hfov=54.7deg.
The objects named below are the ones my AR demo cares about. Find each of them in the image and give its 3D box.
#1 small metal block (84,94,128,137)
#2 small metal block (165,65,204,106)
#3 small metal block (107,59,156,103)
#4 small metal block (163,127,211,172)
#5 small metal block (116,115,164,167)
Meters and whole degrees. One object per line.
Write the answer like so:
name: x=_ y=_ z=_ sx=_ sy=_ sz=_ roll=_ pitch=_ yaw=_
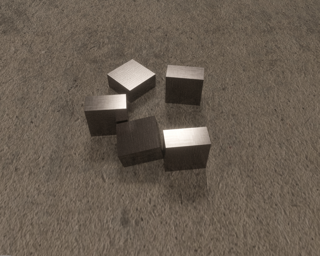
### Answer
small metal block: x=-0.067 y=-0.016 z=0.399 sx=0.050 sy=0.050 sz=0.025 roll=-4 pitch=50 yaw=-4
small metal block: x=0.034 y=-0.060 z=0.438 sx=0.050 sy=0.050 sz=0.025 roll=5 pitch=50 yaw=4
small metal block: x=-0.042 y=-0.071 z=0.462 sx=0.050 sy=0.025 sz=0.050 roll=37 pitch=59 yaw=26
small metal block: x=0.030 y=0.026 z=0.366 sx=0.050 sy=0.050 sz=0.025 roll=-5 pitch=51 yaw=-5
small metal block: x=-0.025 y=0.016 z=0.383 sx=0.050 sy=0.025 sz=0.050 roll=-13 pitch=50 yaw=3
